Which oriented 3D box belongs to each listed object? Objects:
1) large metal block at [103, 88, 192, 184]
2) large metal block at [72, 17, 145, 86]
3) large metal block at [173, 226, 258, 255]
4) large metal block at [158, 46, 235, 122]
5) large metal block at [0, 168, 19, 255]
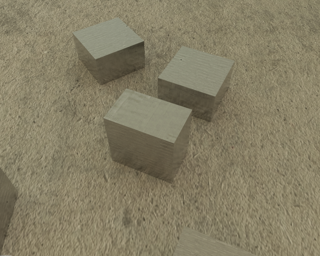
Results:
[{"bbox_3d":[-0.012,0.010,0.359,0.080,0.080,0.050,19,53,15],"label":"large metal block"},{"bbox_3d":[-0.079,-0.123,0.490,0.081,0.050,0.080,-27,55,-21],"label":"large metal block"},{"bbox_3d":[0.043,0.145,0.265,0.080,0.050,0.080,18,52,15],"label":"large metal block"},{"bbox_3d":[0.051,-0.064,0.441,0.080,0.050,0.080,21,53,16],"label":"large metal block"},{"bbox_3d":[-0.186,0.080,0.299,0.050,0.080,0.080,-2,50,-2],"label":"large metal block"}]
